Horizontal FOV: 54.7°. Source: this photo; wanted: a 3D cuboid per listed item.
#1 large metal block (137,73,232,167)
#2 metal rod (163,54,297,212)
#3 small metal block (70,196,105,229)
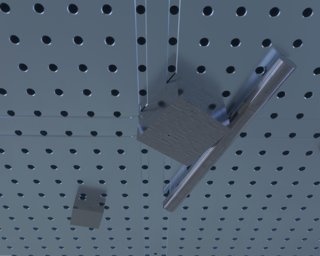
[{"bbox_3d":[0.028,-0.008,0.389,0.080,0.050,0.080,30,124,-23],"label":"large metal block"},{"bbox_3d":[0.080,0.028,0.435,0.025,0.025,0.298,20,127,-16],"label":"metal rod"},{"bbox_3d":[-0.125,0.146,0.535,0.050,0.025,0.050,12,129,-11],"label":"small metal block"}]
